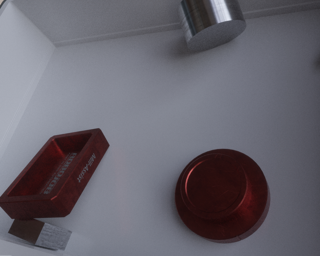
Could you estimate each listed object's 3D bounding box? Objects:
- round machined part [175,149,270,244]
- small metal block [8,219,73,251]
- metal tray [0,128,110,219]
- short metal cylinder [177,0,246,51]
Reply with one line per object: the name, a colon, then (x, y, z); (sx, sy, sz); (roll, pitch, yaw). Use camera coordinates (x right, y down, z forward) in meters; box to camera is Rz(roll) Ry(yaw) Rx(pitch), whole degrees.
round machined part: (0.061, 0.065, 0.322); (0.098, 0.042, 0.098); (-13, 56, 20)
small metal block: (-0.148, 0.130, 0.386); (0.050, 0.050, 0.025); (6, 65, 30)
metal tray: (-0.132, 0.055, 0.402); (0.090, 0.030, 0.130); (-9, 33, 23)
short metal cylinder: (0.068, -0.145, 0.414); (0.080, 0.080, 0.050); (-19, 82, 17)
